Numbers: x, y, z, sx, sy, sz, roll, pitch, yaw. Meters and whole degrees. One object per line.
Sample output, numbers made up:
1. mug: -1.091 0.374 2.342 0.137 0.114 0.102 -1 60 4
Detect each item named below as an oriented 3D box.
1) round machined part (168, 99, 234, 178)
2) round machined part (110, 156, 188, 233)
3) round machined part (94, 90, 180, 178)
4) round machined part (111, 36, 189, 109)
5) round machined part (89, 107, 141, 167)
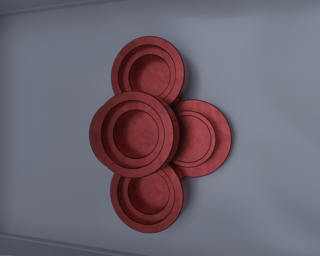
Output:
1. round machined part: 0.039 0.013 0.384 0.098 0.042 0.097 0 90 19
2. round machined part: -0.011 0.082 0.402 0.098 0.042 0.097 0 90 19
3. round machined part: -0.024 0.007 0.362 0.098 0.042 0.097 0 90 19
4. round machined part: -0.010 -0.065 0.402 0.098 0.042 0.097 0 90 19
5. round machined part: -0.054 0.009 0.418 0.098 0.042 0.097 0 90 19
